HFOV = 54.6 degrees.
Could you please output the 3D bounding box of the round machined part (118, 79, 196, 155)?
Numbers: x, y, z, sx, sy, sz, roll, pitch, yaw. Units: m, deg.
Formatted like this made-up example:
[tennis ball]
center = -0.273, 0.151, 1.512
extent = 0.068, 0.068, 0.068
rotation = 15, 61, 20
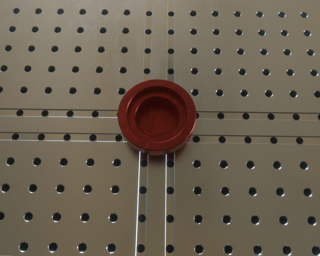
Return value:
[round machined part]
center = -0.004, -0.011, 0.406
extent = 0.099, 0.042, 0.098
rotation = 0, 70, 0
